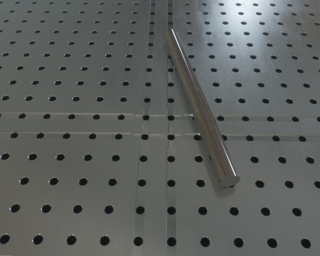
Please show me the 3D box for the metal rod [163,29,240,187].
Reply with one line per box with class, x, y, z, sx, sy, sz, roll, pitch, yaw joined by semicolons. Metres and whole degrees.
metal rod;0.049;-0.051;0.450;0.025;0.025;0.300;-9;51;-8
